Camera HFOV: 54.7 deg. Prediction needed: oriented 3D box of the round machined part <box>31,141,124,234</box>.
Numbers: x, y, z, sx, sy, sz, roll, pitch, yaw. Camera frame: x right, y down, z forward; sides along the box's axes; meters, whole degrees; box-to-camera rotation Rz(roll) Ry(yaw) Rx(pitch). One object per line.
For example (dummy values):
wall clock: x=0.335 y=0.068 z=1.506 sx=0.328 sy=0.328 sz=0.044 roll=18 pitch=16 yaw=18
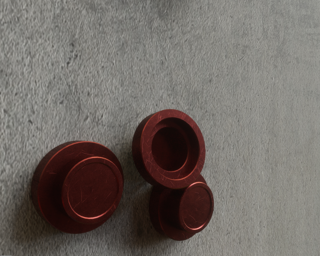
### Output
round machined part: x=-0.079 y=0.063 z=0.327 sx=0.099 sy=0.042 sz=0.097 roll=0 pitch=90 yaw=-40

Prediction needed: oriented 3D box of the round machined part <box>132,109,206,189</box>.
round machined part: x=0.007 y=0.028 z=0.392 sx=0.099 sy=0.042 sz=0.098 roll=7 pitch=77 yaw=-33

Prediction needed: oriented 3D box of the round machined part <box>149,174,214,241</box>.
round machined part: x=0.036 y=0.105 z=0.424 sx=0.099 sy=0.042 sz=0.097 roll=0 pitch=90 yaw=-40
